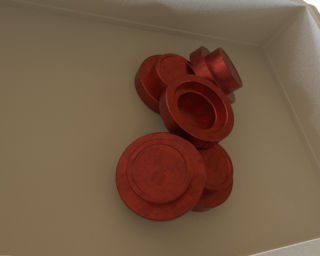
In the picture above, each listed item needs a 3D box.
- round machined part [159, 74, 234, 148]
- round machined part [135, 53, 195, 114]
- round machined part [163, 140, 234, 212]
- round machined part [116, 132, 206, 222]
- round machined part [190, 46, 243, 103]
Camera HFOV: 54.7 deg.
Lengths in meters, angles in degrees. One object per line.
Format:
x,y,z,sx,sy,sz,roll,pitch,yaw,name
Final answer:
0.043,-0.018,0.400,0.099,0.042,0.098,14,56,-21,round machined part
0.017,-0.068,0.444,0.099,0.042,0.098,14,56,-21,round machined part
0.053,0.052,0.391,0.099,0.042,0.098,14,56,-21,round machined part
0.000,0.050,0.337,0.099,0.042,0.098,-1,69,3,round machined part
0.089,-0.081,0.465,0.098,0.042,0.098,44,29,-32,round machined part
